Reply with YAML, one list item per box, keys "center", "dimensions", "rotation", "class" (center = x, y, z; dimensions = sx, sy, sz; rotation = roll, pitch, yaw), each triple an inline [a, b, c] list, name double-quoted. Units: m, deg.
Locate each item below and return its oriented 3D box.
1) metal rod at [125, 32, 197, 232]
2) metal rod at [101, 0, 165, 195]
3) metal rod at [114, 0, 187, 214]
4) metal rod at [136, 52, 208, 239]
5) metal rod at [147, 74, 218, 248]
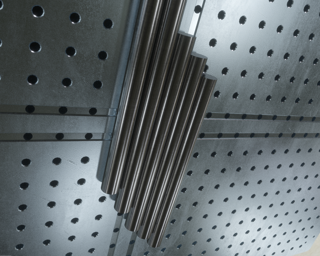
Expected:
- center: [-0.006, 0.021, 0.422]
  dimensions: [0.025, 0.025, 0.298]
  rotation: [1, 118, -29]
  class: "metal rod"
- center: [-0.032, -0.047, 0.365]
  dimensions: [0.025, 0.025, 0.298]
  rotation: [1, 118, -29]
  class: "metal rod"
- center: [-0.018, -0.014, 0.393]
  dimensions: [0.025, 0.025, 0.298]
  rotation: [1, 118, -29]
  class: "metal rod"
- center: [0.010, 0.041, 0.443]
  dimensions: [0.025, 0.025, 0.298]
  rotation: [1, 118, -29]
  class: "metal rod"
- center: [0.026, 0.063, 0.466]
  dimensions: [0.025, 0.025, 0.298]
  rotation: [1, 118, -29]
  class: "metal rod"
